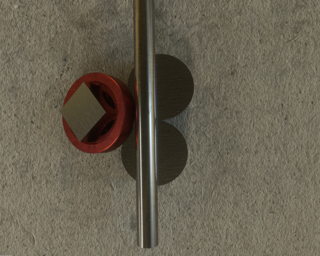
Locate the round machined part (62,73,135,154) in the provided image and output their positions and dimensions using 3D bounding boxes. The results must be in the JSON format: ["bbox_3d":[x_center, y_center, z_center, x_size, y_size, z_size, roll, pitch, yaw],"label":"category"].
[{"bbox_3d":[-0.072,-0.017,0.389,0.098,0.042,0.097,-1,87,29],"label":"round machined part"}]

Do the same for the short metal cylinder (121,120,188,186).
[{"bbox_3d":[-0.007,0.030,0.398,0.081,0.050,0.080,0,89,0],"label":"short metal cylinder"}]

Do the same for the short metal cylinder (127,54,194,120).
[{"bbox_3d":[0.001,-0.050,0.399,0.081,0.050,0.079,0,90,0],"label":"short metal cylinder"}]

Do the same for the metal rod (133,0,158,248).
[{"bbox_3d":[-0.017,-0.014,0.361,0.025,0.025,0.298,-1,90,0],"label":"metal rod"}]

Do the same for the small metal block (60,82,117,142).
[{"bbox_3d":[-0.085,-0.018,0.370,0.050,0.025,0.050,-46,68,19],"label":"small metal block"}]
